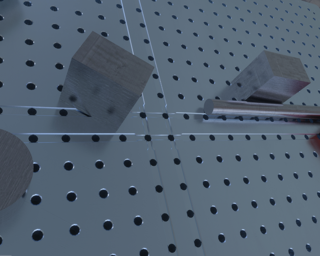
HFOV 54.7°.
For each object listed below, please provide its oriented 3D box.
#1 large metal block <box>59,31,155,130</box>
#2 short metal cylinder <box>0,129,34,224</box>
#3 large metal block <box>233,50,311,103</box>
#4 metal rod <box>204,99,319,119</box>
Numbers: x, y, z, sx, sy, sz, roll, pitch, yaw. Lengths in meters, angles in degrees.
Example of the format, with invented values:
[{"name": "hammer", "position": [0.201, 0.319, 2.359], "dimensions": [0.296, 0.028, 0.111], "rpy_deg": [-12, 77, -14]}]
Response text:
[{"name": "large metal block", "position": [-0.065, -0.053, 0.370], "dimensions": [0.080, 0.080, 0.050], "rpy_deg": [29, 52, -10]}, {"name": "short metal cylinder", "position": [-0.160, 0.045, 0.278], "dimensions": [0.081, 0.050, 0.080], "rpy_deg": [14, 56, -21]}, {"name": "large metal block", "position": [0.185, -0.078, 0.520], "dimensions": [0.081, 0.080, 0.050], "rpy_deg": [4, 60, -26]}, {"name": "metal rod", "position": [0.207, -0.030, 0.537], "dimensions": [0.303, 0.025, 0.025], "rpy_deg": [1, 62, -28]}]
